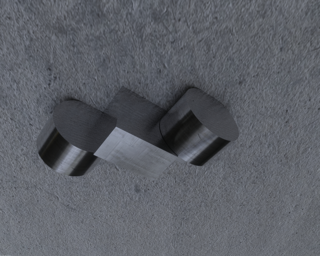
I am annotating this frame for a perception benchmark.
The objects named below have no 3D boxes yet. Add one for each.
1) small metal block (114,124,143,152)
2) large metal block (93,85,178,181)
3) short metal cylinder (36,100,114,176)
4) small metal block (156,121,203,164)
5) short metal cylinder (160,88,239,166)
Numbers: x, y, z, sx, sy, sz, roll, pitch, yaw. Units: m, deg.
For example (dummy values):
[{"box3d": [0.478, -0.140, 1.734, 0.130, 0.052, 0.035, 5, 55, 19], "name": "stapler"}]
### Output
[{"box3d": [-0.052, 0.021, 0.427, 0.050, 0.025, 0.050, 28, 125, -22], "name": "small metal block"}, {"box3d": [-0.027, 0.006, 0.378, 0.080, 0.080, 0.050, 28, 124, -22], "name": "large metal block"}, {"box3d": [-0.103, 0.012, 0.382, 0.080, 0.080, 0.050, 28, 125, -22], "name": "short metal cylinder"}, {"box3d": [0.027, 0.016, 0.423, 0.050, 0.025, 0.050, 28, 125, -22], "name": "small metal block"}, {"box3d": [0.047, -0.001, 0.372, 0.080, 0.080, 0.050, 28, 125, -22], "name": "short metal cylinder"}]
